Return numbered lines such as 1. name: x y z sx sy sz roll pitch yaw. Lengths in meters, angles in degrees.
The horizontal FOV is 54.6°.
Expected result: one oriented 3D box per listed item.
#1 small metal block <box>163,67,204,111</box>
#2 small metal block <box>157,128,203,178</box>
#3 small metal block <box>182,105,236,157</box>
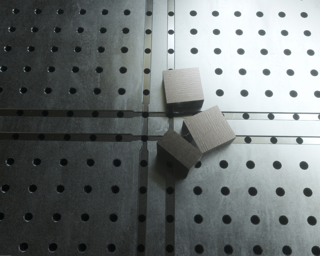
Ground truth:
1. small metal block: 0.031 -0.054 0.432 0.050 0.025 0.050 -6 70 -2
2. small metal block: 0.023 0.032 0.387 0.050 0.050 0.025 39 75 13
3. small metal block: 0.064 0.005 0.410 0.050 0.025 0.050 -25 72 -9
